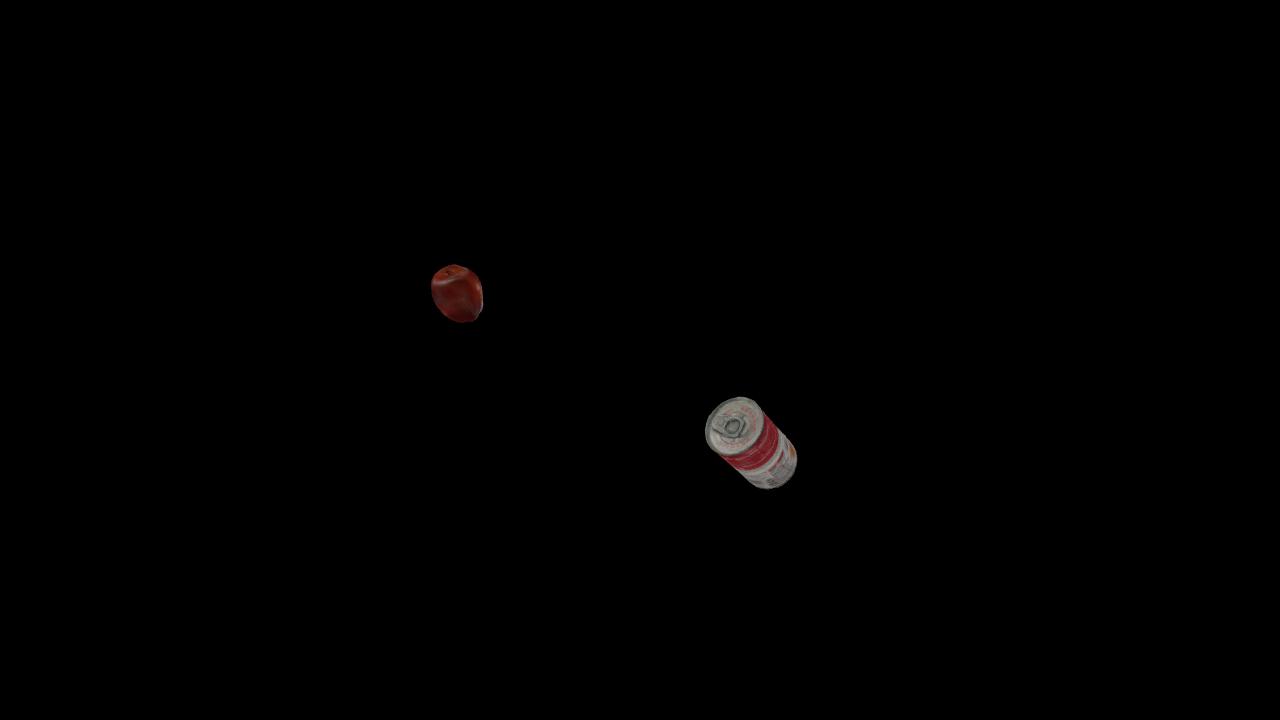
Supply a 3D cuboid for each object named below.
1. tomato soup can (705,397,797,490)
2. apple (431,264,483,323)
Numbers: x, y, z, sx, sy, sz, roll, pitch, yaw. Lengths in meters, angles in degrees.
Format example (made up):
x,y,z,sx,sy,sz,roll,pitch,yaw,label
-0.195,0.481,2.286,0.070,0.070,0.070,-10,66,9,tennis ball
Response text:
x,y,z,sx,sy,sz,roll,pitch,yaw,label
0.124,0.093,0.672,0.068,0.068,0.101,0,-30,39,tomato soup can
-0.286,-0.104,0.964,0.079,0.093,0.079,-9,41,7,apple
